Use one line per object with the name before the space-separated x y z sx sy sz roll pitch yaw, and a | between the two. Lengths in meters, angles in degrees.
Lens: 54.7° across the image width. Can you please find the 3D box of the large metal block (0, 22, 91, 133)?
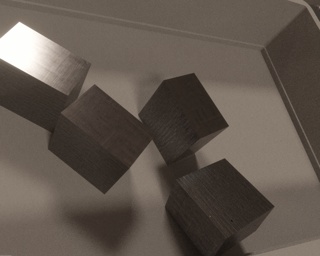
large metal block | -0.130 -0.050 0.331 0.080 0.080 0.050 30 52 -10

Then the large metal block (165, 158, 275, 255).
large metal block | 0.066 0.090 0.355 0.081 0.050 0.080 -17 49 -35

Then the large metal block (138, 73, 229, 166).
large metal block | 0.026 -0.010 0.392 0.050 0.080 0.080 -20 73 -36

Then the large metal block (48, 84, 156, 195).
large metal block | -0.064 0.015 0.328 0.080 0.080 0.050 40 51 -2
